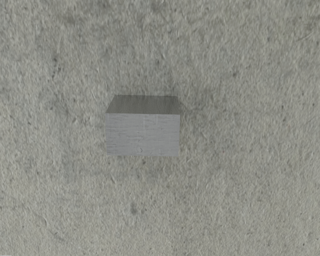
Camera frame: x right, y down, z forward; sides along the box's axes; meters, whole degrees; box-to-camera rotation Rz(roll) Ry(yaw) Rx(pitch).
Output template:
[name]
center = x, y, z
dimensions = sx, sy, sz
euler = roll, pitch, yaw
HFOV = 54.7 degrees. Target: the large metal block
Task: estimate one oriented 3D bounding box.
[large metal block]
center = -0.019, -0.006, 0.378
dimensions = 0.081, 0.080, 0.050
euler = 1, 110, -1
